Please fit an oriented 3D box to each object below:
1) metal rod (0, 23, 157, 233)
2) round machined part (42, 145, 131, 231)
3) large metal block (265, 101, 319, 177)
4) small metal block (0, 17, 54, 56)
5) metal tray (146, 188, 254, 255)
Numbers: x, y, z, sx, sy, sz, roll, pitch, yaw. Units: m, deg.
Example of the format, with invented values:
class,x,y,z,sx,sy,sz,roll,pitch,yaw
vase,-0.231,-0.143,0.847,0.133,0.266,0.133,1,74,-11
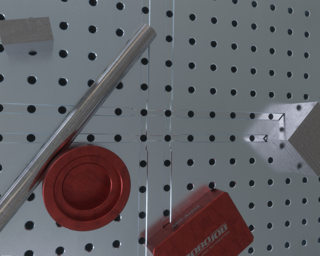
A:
class,x,y,z,sx,sy,sz,roll,pitch,yaw
metal rod,-0.101,-0.010,0.375,0.025,0.025,0.300,40,77,-16
round machined part,-0.088,0.068,0.369,0.099,0.042,0.097,-1,93,-23
large metal block,0.227,0.017,0.483,0.080,0.050,0.080,46,76,-14
small metal block,-0.148,-0.101,0.345,0.050,0.050,0.025,-12,95,-20
metal tray,0.058,0.158,0.432,0.131,0.030,0.090,-34,101,-17
